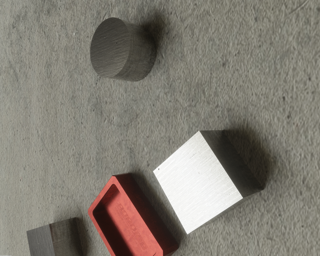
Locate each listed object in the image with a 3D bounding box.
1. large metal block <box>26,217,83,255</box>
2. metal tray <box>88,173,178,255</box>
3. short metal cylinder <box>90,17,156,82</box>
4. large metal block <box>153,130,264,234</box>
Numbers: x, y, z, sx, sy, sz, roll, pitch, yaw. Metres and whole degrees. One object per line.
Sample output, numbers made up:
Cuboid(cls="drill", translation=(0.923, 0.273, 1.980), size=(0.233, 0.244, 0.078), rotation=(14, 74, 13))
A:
Cuboid(cls="large metal block", translation=(-0.183, 0.208, 0.540), size=(0.080, 0.050, 0.080), rotation=(-26, 74, 37))
Cuboid(cls="metal tray", translation=(-0.043, 0.140, 0.437), size=(0.130, 0.030, 0.090), rotation=(51, 120, 27))
Cuboid(cls="short metal cylinder", translation=(-0.052, -0.107, 0.432), size=(0.080, 0.050, 0.080), rotation=(0, 90, 40))
Cuboid(cls="large metal block", translation=(0.051, 0.058, 0.347), size=(0.080, 0.050, 0.080), rotation=(-45, 63, 31))
